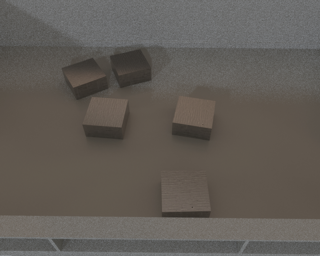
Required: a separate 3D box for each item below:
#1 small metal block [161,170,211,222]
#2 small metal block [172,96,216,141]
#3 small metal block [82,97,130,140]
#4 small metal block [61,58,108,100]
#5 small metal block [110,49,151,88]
[{"bbox_3d":[0.027,0.074,0.343,0.050,0.025,0.050,-1,50,-1],"label":"small metal block"},{"bbox_3d":[0.046,-0.014,0.417,0.050,0.025,0.050,9,51,7],"label":"small metal block"},{"bbox_3d":[-0.071,-0.014,0.416,0.050,0.025,0.050,5,50,4],"label":"small metal block"},{"bbox_3d":[-0.113,-0.075,0.467,0.050,0.025,0.050,-24,54,-19],"label":"small metal block"},{"bbox_3d":[-0.046,-0.093,0.483,0.050,0.025,0.050,-16,52,-13],"label":"small metal block"}]
